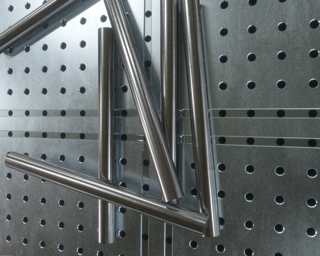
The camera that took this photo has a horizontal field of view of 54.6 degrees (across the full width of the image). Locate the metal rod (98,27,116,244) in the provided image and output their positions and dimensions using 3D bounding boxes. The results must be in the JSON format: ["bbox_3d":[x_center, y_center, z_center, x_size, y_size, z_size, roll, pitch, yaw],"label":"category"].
[{"bbox_3d":[-0.075,0.010,0.439,0.025,0.025,0.298,0,90,20],"label":"metal rod"}]

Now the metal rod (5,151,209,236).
[{"bbox_3d":[-0.084,0.081,0.415,0.301,0.025,0.025,14,95,19],"label":"metal rod"}]

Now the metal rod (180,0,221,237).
[{"bbox_3d":[0.051,-0.016,0.394,0.025,0.025,0.298,-5,88,20],"label":"metal rod"}]

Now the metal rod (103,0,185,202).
[{"bbox_3d":[-0.026,-0.053,0.405,0.025,0.025,0.299,-22,76,19],"label":"metal rod"}]

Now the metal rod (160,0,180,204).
[{"bbox_3d":[0.013,-0.050,0.408,0.025,0.025,0.298,0,90,20],"label":"metal rod"}]

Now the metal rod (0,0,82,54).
[{"bbox_3d":[-0.141,-0.191,0.463,0.300,0.025,0.025,-25,82,18],"label":"metal rod"}]
